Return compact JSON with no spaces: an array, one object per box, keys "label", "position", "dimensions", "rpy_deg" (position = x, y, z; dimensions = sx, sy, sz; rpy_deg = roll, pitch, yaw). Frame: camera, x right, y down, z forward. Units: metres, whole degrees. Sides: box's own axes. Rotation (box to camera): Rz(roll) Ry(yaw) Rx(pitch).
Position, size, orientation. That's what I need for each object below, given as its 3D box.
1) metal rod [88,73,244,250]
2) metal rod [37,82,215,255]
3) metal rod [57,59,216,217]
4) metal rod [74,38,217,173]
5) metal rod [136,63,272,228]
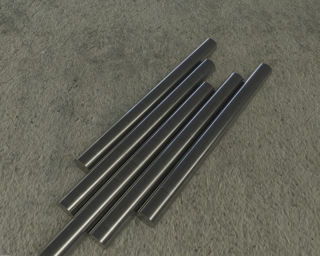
[{"label":"metal rod","position":[0.026,0.021,0.387],"dimensions":[0.025,0.025,0.301],"rpy_deg":[29,56,22]},{"label":"metal rod","position":[-0.019,0.036,0.374],"dimensions":[0.025,0.025,0.301],"rpy_deg":[29,56,22]},{"label":"metal rod","position":[-0.012,-0.005,0.409],"dimensions":[0.025,0.025,0.301],"rpy_deg":[29,56,22]},{"label":"metal rod","position":[-0.003,-0.047,0.444],"dimensions":[0.025,0.025,0.301],"rpy_deg":[29,56,22]},{"label":"metal rod","position":[0.073,0.003,0.402],"dimensions":[0.025,0.025,0.301],"rpy_deg":[29,56,22]}]
